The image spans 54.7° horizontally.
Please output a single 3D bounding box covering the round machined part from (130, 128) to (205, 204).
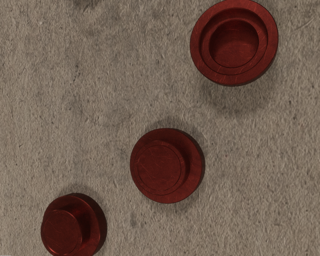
[{"bbox_3d":[0.005,0.049,0.397,0.098,0.042,0.097,0,90,19],"label":"round machined part"}]

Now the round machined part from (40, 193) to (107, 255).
[{"bbox_3d":[-0.130,0.146,0.444,0.098,0.042,0.097,0,90,19],"label":"round machined part"}]

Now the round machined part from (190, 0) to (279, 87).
[{"bbox_3d":[0.088,-0.097,0.369,0.098,0.042,0.097,0,90,19],"label":"round machined part"}]
